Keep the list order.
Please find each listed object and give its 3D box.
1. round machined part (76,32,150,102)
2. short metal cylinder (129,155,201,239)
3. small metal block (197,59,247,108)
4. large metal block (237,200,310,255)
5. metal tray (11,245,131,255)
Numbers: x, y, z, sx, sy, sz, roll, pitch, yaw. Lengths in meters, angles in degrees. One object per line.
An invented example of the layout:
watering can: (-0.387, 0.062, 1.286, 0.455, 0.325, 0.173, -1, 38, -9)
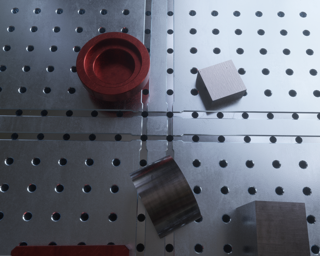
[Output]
round machined part: (-0.062, -0.081, 0.432, 0.099, 0.042, 0.098, 0, 70, 0)
short metal cylinder: (0.005, 0.077, 0.354, 0.050, 0.080, 0.080, -26, 72, -9)
small metal block: (0.085, -0.062, 0.435, 0.050, 0.025, 0.050, -19, 71, -7)
large metal block: (0.120, 0.125, 0.337, 0.050, 0.080, 0.080, 3, 70, 1)
metal tray: (-0.099, 0.178, 0.343, 0.131, 0.030, 0.090, 0, 70, -1)
